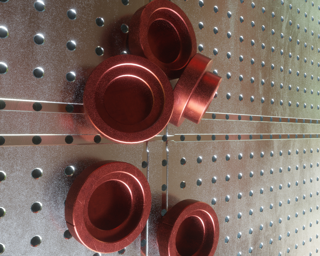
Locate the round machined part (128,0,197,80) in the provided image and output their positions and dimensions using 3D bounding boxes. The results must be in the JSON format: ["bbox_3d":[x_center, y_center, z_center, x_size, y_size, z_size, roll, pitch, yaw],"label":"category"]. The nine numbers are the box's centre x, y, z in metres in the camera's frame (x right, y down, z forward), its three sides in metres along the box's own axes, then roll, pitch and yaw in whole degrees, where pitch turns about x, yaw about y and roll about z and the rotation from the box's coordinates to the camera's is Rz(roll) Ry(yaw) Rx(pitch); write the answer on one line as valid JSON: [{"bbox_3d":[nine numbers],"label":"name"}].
[{"bbox_3d":[-0.001,-0.108,0.396,0.099,0.042,0.097,4,84,-42],"label":"round machined part"}]

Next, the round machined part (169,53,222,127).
[{"bbox_3d":[0.047,-0.044,0.402,0.042,0.098,0.098,28,66,8],"label":"round machined part"}]

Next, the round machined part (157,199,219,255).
[{"bbox_3d":[0.035,0.148,0.430,0.099,0.042,0.097,0,90,-40],"label":"round machined part"}]

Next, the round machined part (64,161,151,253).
[{"bbox_3d":[-0.061,0.085,0.349,0.099,0.042,0.097,0,90,-40],"label":"round machined part"}]

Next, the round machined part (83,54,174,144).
[{"bbox_3d":[-0.037,-0.030,0.353,0.099,0.042,0.097,2,83,-16],"label":"round machined part"}]
